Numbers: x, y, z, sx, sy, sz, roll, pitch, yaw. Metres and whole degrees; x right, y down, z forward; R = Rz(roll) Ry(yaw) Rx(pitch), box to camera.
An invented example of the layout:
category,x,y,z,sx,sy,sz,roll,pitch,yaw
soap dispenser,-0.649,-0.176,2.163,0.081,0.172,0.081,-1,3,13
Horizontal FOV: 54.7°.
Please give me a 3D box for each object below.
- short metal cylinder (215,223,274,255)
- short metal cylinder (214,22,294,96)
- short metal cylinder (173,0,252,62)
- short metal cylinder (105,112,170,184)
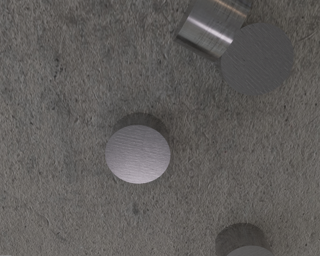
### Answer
category,x,y,z,sx,sy,sz,roll,pitch,yaw
short metal cylinder,0.127,0.192,0.468,0.081,0.050,0.079,0,110,0
short metal cylinder,0.108,-0.083,0.366,0.081,0.050,0.079,0,110,0
short metal cylinder,0.055,-0.119,0.337,0.050,0.080,0.080,26,108,-9
short metal cylinder,-0.027,0.025,0.405,0.081,0.050,0.079,0,110,0
